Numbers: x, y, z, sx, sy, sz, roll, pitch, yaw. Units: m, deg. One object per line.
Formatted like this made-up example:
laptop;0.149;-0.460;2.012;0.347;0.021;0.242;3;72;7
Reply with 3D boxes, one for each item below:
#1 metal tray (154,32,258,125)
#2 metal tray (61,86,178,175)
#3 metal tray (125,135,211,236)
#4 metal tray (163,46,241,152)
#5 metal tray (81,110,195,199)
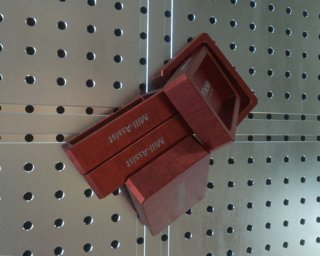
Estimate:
metal tray;0.067;-0.054;0.435;0.090;0.030;0.130;-46;105;-15
metal tray;-0.048;0.000;0.361;0.131;0.090;0.030;-34;102;-17
metal tray;0.014;0.074;0.370;0.090;0.129;0.030;-34;60;-17
metal tray;0.057;-0.041;0.375;0.090;0.030;0.130;52;30;-13
metal tray;-0.031;0.025;0.366;0.131;0.090;0.030;-34;102;-17
